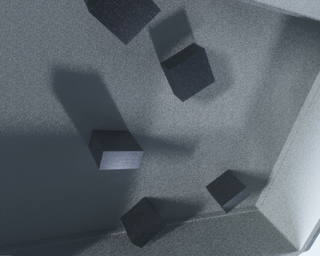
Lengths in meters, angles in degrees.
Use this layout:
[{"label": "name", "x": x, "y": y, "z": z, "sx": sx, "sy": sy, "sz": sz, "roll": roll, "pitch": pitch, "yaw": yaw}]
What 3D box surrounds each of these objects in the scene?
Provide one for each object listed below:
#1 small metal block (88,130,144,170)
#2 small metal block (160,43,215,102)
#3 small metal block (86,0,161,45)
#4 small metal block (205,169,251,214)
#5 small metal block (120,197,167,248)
[{"label": "small metal block", "x": -0.055, "y": 0.026, "z": 0.380, "sx": 0.050, "sy": 0.050, "sz": 0.025, "roll": 2, "pitch": 117, "yaw": -30}, {"label": "small metal block", "x": 0.035, "y": -0.069, "z": 0.387, "sx": 0.050, "sy": 0.025, "sz": 0.050, "roll": -33, "pitch": 129, "yaw": -7}, {"label": "small metal block", "x": -0.036, "y": -0.121, "z": 0.310, "sx": 0.050, "sy": 0.025, "sz": 0.050, "roll": -42, "pitch": 131, "yaw": 13}, {"label": "small metal block", "x": 0.114, "y": 0.106, "z": 0.523, "sx": 0.050, "sy": 0.050, "sz": 0.025, "roll": -37, "pitch": 130, "yaw": -4}, {"label": "small metal block", "x": -0.026, "y": 0.142, "z": 0.468, "sx": 0.050, "sy": 0.050, "sz": 0.025, "roll": -42, "pitch": 130, "yaw": 0}]
